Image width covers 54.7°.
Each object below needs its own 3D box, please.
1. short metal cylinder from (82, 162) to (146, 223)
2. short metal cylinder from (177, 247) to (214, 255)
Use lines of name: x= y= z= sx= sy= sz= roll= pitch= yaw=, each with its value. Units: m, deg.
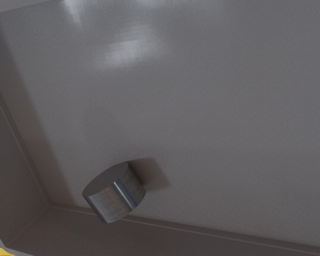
short metal cylinder: x=-0.069 y=0.096 z=0.467 sx=0.080 sy=0.080 sz=0.050 roll=-21 pitch=107 yaw=35
short metal cylinder: x=0.058 y=0.246 z=0.516 sx=0.080 sy=0.050 sz=0.079 roll=13 pitch=124 yaw=20
